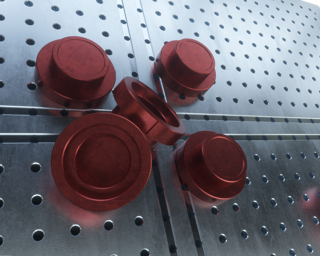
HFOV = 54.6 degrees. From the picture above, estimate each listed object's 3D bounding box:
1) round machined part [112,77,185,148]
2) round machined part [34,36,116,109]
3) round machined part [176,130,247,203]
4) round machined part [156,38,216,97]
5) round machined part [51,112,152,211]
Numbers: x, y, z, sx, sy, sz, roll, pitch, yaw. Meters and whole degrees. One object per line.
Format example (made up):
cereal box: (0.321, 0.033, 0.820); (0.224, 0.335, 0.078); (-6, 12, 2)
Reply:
round machined part: (-0.019, -0.014, 0.376); (0.098, 0.042, 0.098); (40, 17, -14)
round machined part: (-0.102, -0.075, 0.388); (0.099, 0.042, 0.098); (13, 56, -21)
round machined part: (0.075, 0.046, 0.409); (0.099, 0.042, 0.098); (13, 56, -21)
round machined part: (0.046, -0.100, 0.482); (0.099, 0.042, 0.098); (13, 56, -21)
round machined part: (-0.059, 0.034, 0.326); (0.099, 0.042, 0.098); (0, 87, -5)
